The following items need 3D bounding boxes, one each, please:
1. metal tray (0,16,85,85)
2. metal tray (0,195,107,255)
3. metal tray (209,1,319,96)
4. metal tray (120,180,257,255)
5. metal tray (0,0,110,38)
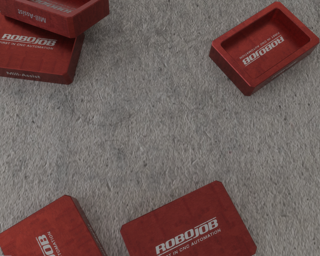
[{"bbox_3d":[-0.184,-0.116,0.446,0.131,0.030,0.090,7,70,2],"label":"metal tray"},{"bbox_3d":[-0.110,0.154,0.348,0.090,0.030,0.130,-31,73,-11],"label":"metal tray"},{"bbox_3d":[0.149,-0.116,0.448,0.131,0.030,0.090,-34,74,-12],"label":"metal tray"},{"bbox_3d":[0.031,0.129,0.358,0.131,0.030,0.090,-24,72,-9],"label":"metal tray"},{"bbox_3d":[-0.151,-0.178,0.442,0.130,0.030,0.090,22,49,16],"label":"metal tray"}]
